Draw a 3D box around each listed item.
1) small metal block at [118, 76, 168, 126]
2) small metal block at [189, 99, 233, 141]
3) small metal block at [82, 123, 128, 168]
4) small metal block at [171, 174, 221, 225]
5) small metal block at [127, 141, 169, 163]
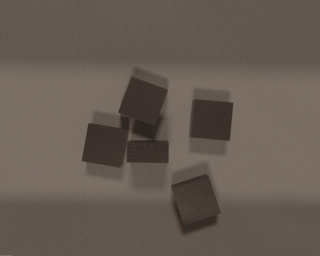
[{"bbox_3d":[-0.022,-0.035,0.411,0.050,0.025,0.050,20,90,-1],"label":"small metal block"},{"bbox_3d":[0.068,-0.010,0.412,0.050,0.025,0.050,5,90,-1],"label":"small metal block"},{"bbox_3d":[-0.072,0.022,0.411,0.050,0.025,0.050,10,90,-1],"label":"small metal block"},{"bbox_3d":[0.047,0.094,0.412,0.050,0.025,0.050,-18,90,-1],"label":"small metal block"},{"bbox_3d":[-0.015,0.029,0.399,0.050,0.050,0.025,1,90,-1],"label":"small metal block"}]
